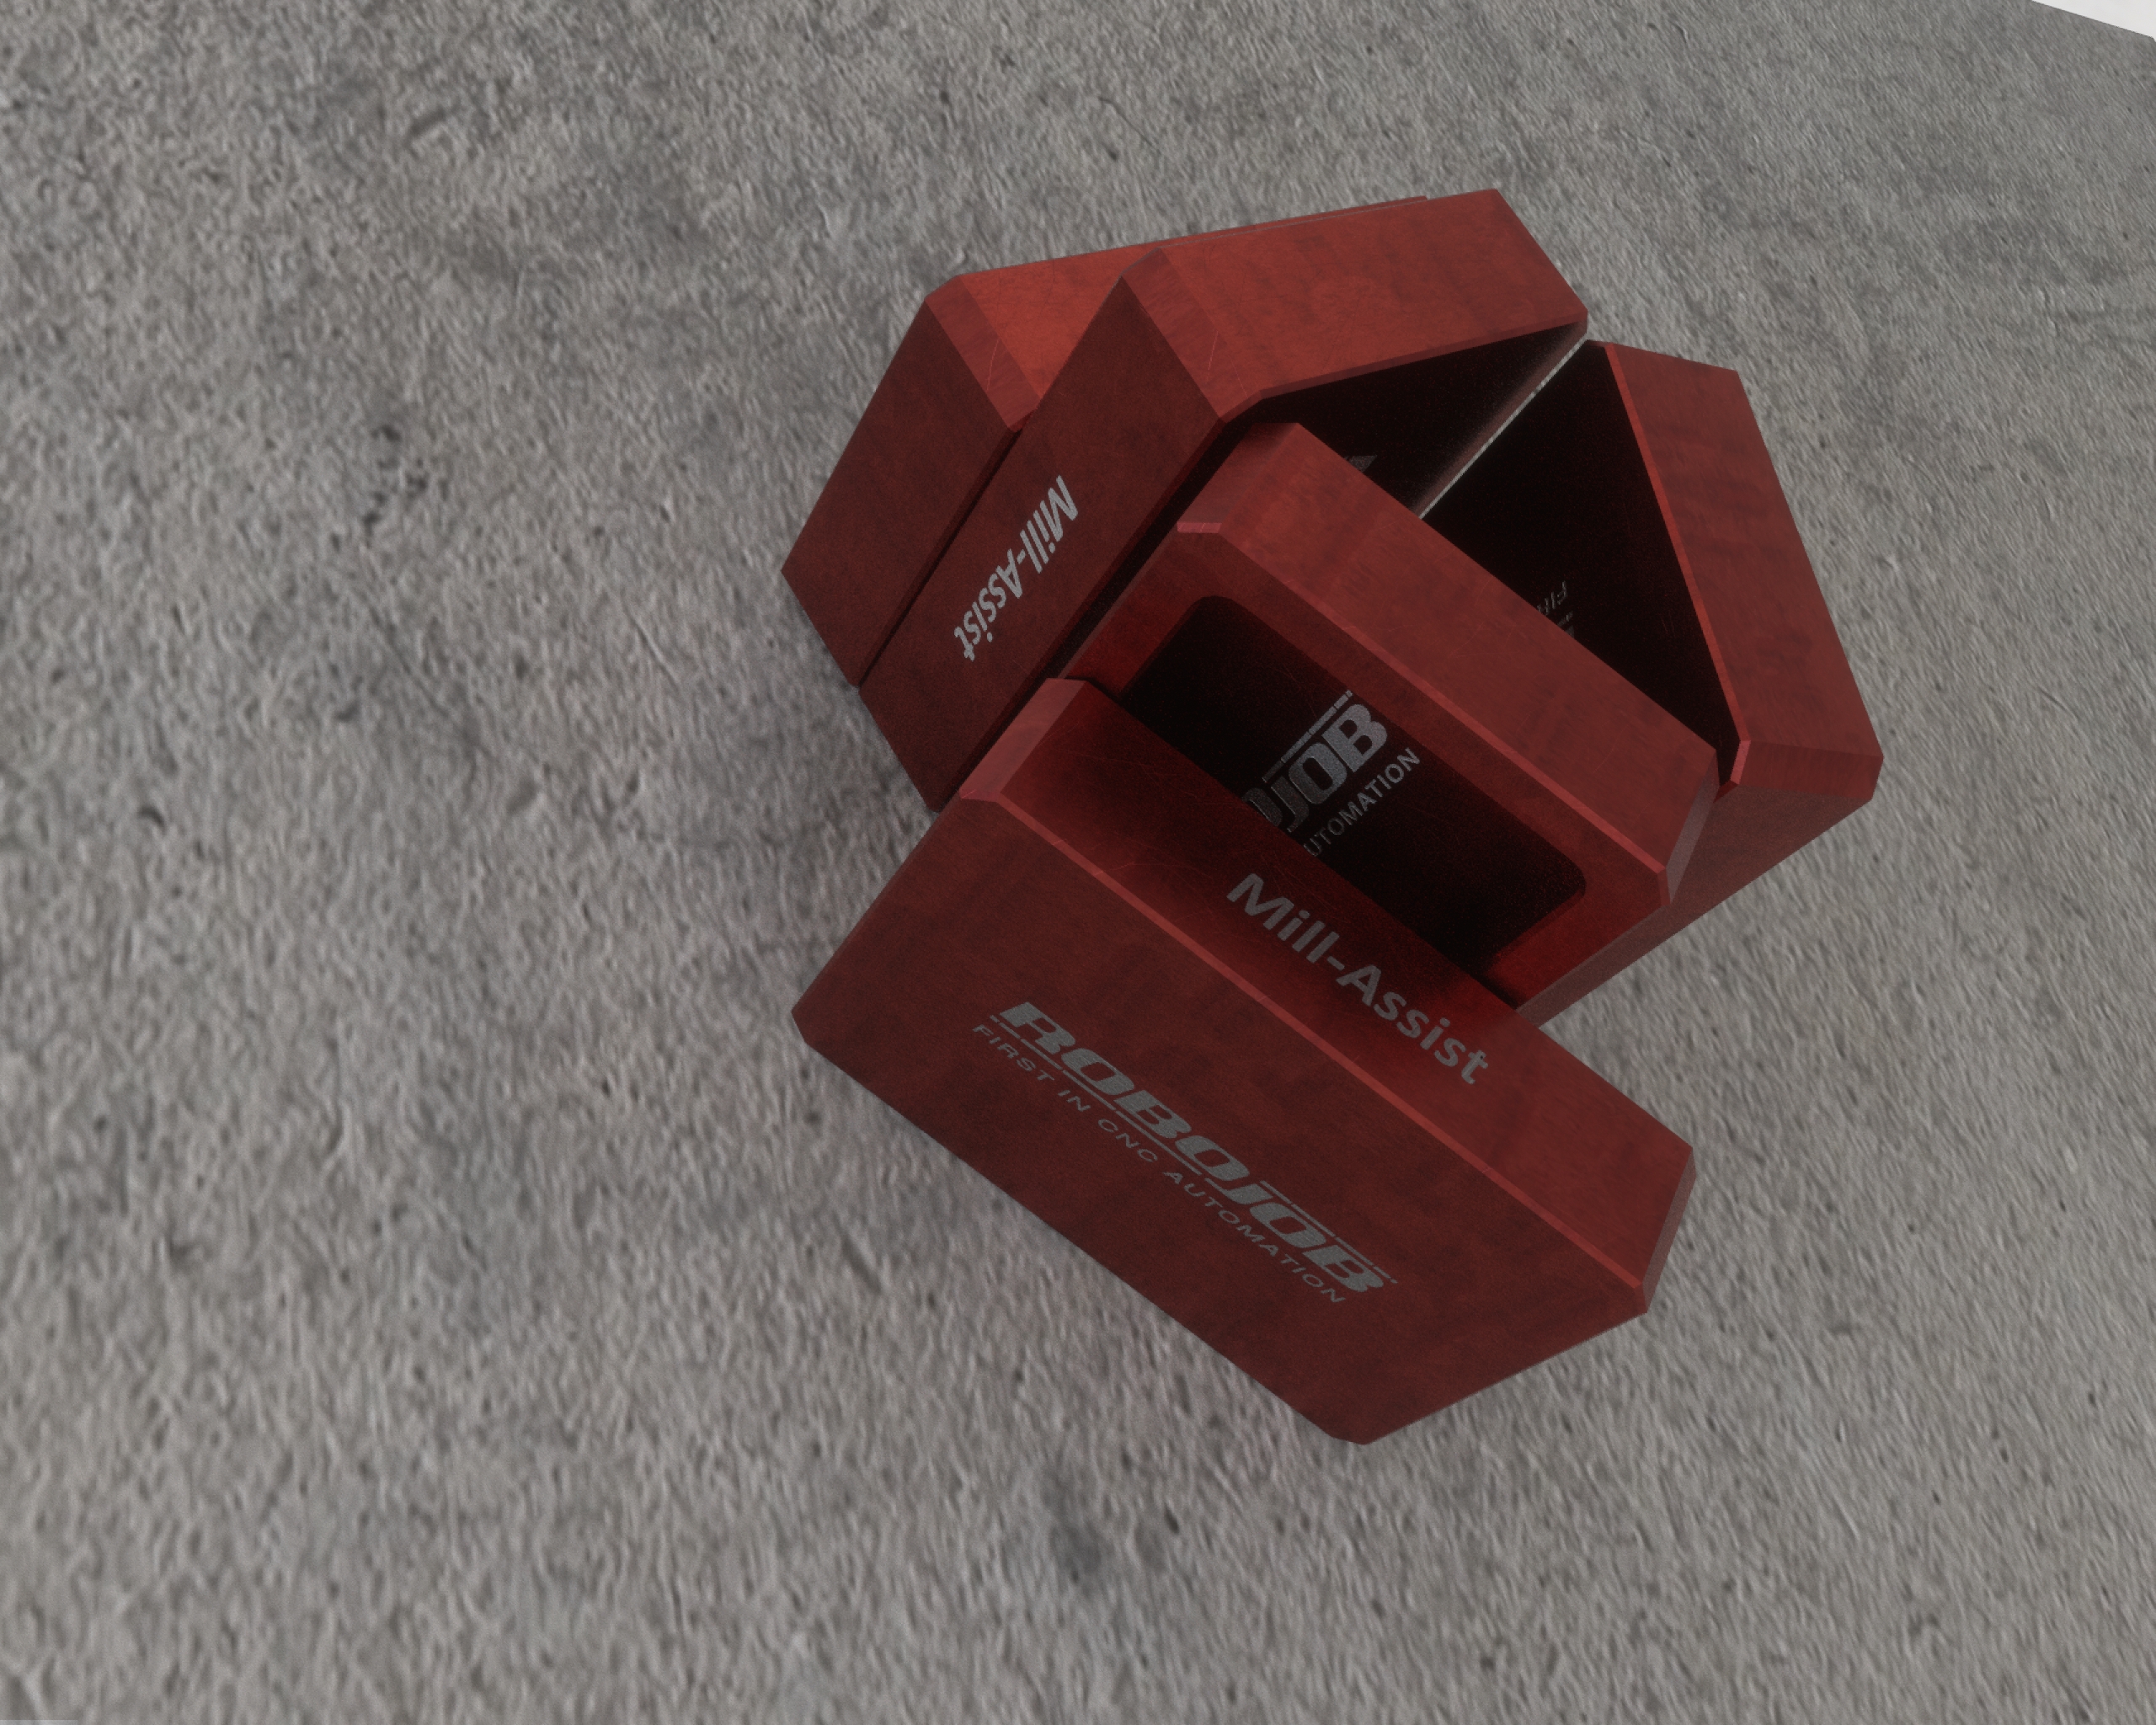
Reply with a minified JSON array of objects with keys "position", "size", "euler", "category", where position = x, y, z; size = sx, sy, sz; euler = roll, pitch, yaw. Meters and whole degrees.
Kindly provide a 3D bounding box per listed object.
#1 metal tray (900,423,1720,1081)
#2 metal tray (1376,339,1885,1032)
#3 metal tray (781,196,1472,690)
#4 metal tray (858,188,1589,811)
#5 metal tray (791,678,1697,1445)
[{"position":[0.031,-0.002,0.354],"size":[0.090,0.129,0.030],"euler":[37,51,-4],"category":"metal tray"},{"position":[0.083,-0.023,0.394],"size":[0.030,0.129,0.090],"euler":[5,60,-26],"category":"metal tray"},{"position":[0.014,-0.085,0.420],"size":[0.131,0.090,0.030],"euler":[-22,74,-36],"category":"metal tray"},{"position":[0.023,-0.064,0.387],"size":[0.091,0.129,0.030],"euler":[-22,74,-36],"category":"metal tray"},{"position":[0.024,0.038,0.351],"size":[0.130,0.090,0.030],"euler":[37,51,-3],"category":"metal tray"}]
